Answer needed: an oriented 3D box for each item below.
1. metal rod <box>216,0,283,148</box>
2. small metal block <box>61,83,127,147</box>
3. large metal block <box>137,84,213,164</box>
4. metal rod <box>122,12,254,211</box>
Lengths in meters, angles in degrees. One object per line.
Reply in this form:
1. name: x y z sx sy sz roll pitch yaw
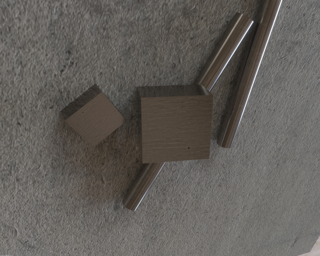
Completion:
1. metal rod: 0.128 -0.106 0.413 0.025 0.025 0.298 -2 120 -28
2. small metal block: -0.076 -0.014 0.358 0.050 0.025 0.050 -39 130 -2
3. large metal block: 0.016 -0.007 0.375 0.081 0.050 0.079 -3 112 -8
4. metal rod: 0.030 -0.012 0.417 0.025 0.025 0.298 20 107 -36
